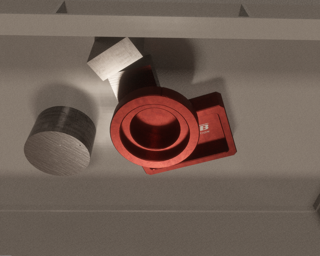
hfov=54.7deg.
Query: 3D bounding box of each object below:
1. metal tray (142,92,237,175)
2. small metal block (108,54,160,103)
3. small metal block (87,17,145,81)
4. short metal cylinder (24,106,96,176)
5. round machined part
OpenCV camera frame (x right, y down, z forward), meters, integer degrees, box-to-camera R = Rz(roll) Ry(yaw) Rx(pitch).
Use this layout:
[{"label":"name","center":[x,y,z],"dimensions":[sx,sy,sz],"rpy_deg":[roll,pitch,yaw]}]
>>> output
[{"label":"metal tray","center":[0.028,0.011,0.415],"dimensions":[0.130,0.030,0.090],"rpy_deg":[-15,129,12]},{"label":"small metal block","center":[-0.029,-0.053,0.363],"dimensions":[0.050,0.025,0.050],"rpy_deg":[-12,129,9]},{"label":"small metal block","center":[-0.044,-0.083,0.322],"dimensions":[0.050,0.050,0.025],"rpy_deg":[-27,125,20]},{"label":"short metal cylinder","center":[-0.128,0.018,0.406],"dimensions":[0.081,0.050,0.079],"rpy_deg":[0,130,0]},{"label":"round machined part","center":[-0.005,-0.004,0.356],"dimensions":[0.099,0.042,0.097],"rpy_deg":[1,123,2]}]
